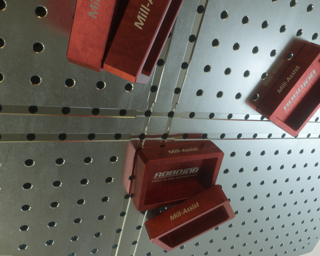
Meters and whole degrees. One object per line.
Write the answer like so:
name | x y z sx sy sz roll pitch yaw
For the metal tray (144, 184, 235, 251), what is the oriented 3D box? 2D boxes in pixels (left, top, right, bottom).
metal tray | 0.051 0.147 0.498 0.130 0.030 0.090 -28 143 3

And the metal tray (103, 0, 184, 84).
metal tray | -0.005 -0.106 0.287 0.030 0.090 0.129 24 98 1

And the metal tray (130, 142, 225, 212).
metal tray | 0.026 0.071 0.465 0.131 0.030 0.089 -4 120 -26

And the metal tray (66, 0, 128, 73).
metal tray | -0.038 -0.122 0.272 0.030 0.090 0.129 20 112 3

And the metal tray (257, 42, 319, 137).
metal tray | 0.226 -0.057 0.494 0.090 0.030 0.130 26 104 -37
